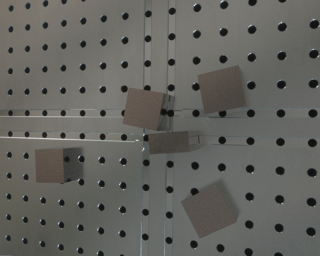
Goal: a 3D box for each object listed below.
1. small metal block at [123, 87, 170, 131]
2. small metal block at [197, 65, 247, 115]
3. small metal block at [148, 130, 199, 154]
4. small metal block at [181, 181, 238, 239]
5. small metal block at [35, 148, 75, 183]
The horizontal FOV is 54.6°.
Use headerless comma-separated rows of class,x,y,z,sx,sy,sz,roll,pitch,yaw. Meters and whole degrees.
small metal block,-0.019,-0.025,0.420,0.050,0.025,0.050,11,94,19
small metal block,0.078,-0.046,0.385,0.050,0.025,0.050,-11,86,19
small metal block,0.019,0.018,0.393,0.050,0.050,0.025,-5,89,20
small metal block,0.062,0.103,0.391,0.050,0.025,0.050,-31,80,17
small metal block,-0.159,0.056,0.470,0.050,0.025,0.050,-3,89,20
